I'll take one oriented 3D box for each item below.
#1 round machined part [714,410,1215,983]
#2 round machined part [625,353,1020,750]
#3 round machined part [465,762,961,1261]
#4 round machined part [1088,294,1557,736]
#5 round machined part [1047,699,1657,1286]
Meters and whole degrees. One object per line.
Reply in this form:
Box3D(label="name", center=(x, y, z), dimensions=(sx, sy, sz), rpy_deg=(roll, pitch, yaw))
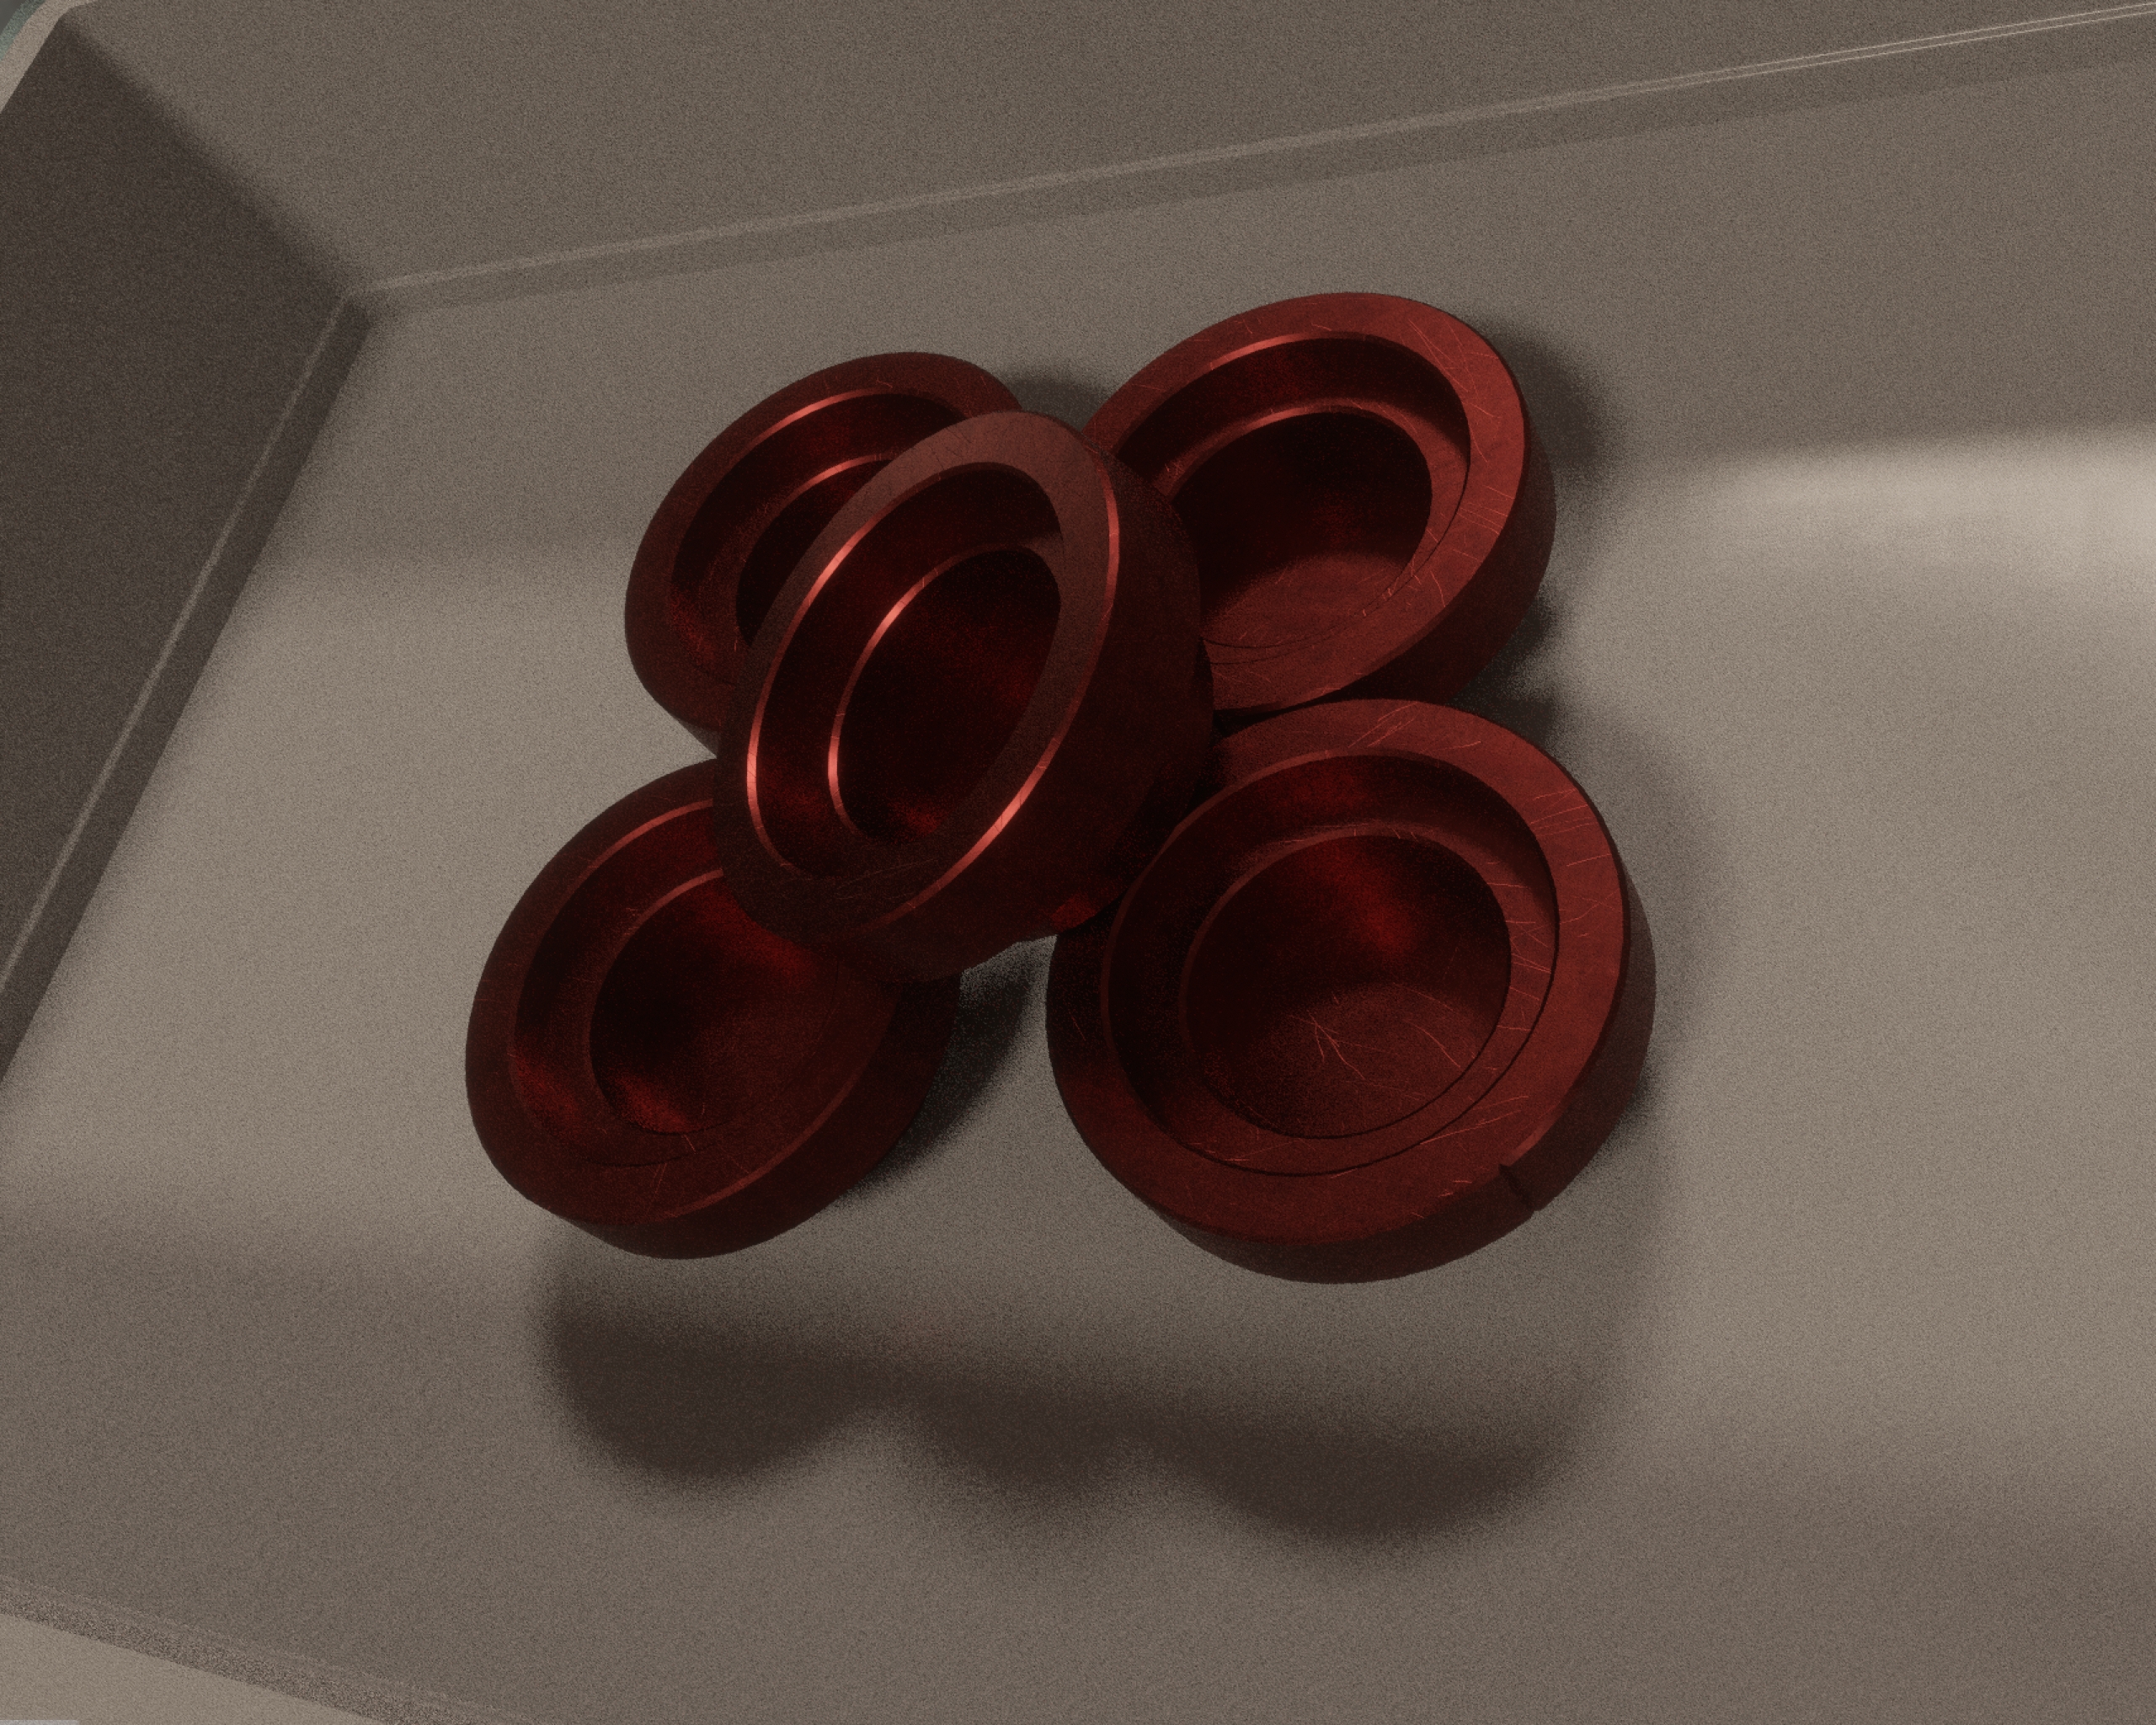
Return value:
Box3D(label="round machined part", center=(-0.016, -0.025, 0.360), dimensions=(0.098, 0.042, 0.098), rpy_deg=(-25, 51, 36))
Box3D(label="round machined part", center=(-0.045, -0.059, 0.450), dimensions=(0.098, 0.042, 0.098), rpy_deg=(-13, 56, 20))
Box3D(label="round machined part", center=(-0.066, 0.031, 0.407), dimensions=(0.098, 0.042, 0.098), rpy_deg=(-13, 56, 20))
Box3D(label="round machined part", center=(0.044, -0.059, 0.405), dimensions=(0.098, 0.042, 0.098), rpy_deg=(-13, 56, 20))
Box3D(label="round machined part", center=(0.048, 0.024, 0.352), dimensions=(0.098, 0.042, 0.098), rpy_deg=(-13, 56, 20))
